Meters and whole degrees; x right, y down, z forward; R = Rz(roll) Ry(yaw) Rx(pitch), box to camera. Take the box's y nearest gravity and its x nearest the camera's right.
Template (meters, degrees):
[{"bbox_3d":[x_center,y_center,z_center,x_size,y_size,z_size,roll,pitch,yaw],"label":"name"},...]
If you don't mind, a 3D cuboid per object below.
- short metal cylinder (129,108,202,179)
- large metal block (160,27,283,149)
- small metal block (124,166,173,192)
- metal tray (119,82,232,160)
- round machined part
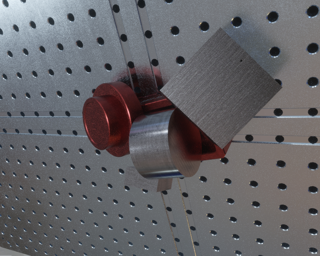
[{"bbox_3d":[0.009,0.019,0.362,0.050,0.080,0.080,-10,114,31],"label":"short metal cylinder"},{"bbox_3d":[0.057,-0.038,0.311,0.080,0.050,0.080,43,92,-3],"label":"large metal block"},{"bbox_3d":[-0.015,0.071,0.439,0.050,0.050,0.025,8,88,25],"label":"small metal block"},{"bbox_3d":[0.014,0.001,0.398,0.130,0.030,0.090,-12,113,33],"label":"metal tray"},{"bbox_3d":[-0.065,-0.009,0.400,0.098,0.042,0.097,21,119,46],"label":"round machined part"}]
